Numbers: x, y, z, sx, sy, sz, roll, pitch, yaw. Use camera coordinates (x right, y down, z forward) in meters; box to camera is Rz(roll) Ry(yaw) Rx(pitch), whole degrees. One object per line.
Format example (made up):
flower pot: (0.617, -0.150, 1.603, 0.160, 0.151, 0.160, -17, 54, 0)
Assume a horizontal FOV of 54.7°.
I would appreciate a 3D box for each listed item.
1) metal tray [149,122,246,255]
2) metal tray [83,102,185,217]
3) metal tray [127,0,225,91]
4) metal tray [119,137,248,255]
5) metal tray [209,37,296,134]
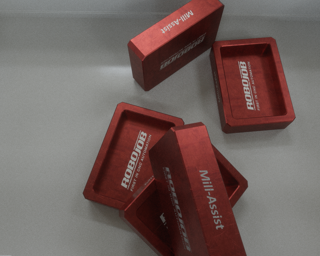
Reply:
metal tray: (0.029, 0.070, 0.286, 0.030, 0.090, 0.129, -10, 75, -19)
metal tray: (-0.030, 0.040, 0.392, 0.090, 0.030, 0.130, 16, 71, 6)
metal tray: (0.021, -0.113, 0.416, 0.131, 0.090, 0.030, -37, 74, -12)
metal tray: (0.030, 0.080, 0.354, 0.090, 0.030, 0.130, 46, 67, -3)
metal tray: (0.124, -0.061, 0.429, 0.091, 0.030, 0.130, -5, 70, -2)
